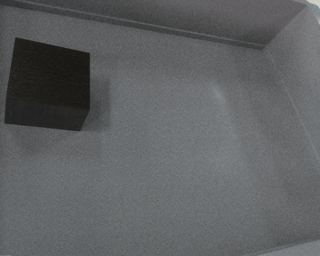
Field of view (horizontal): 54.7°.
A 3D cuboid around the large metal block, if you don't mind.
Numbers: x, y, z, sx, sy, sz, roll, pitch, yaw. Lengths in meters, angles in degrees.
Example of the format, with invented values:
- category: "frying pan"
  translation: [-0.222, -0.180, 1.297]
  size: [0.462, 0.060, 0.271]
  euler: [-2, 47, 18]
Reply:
- category: "large metal block"
  translation: [-0.126, -0.047, 0.350]
  size: [0.081, 0.050, 0.080]
  euler: [7, 59, -25]
